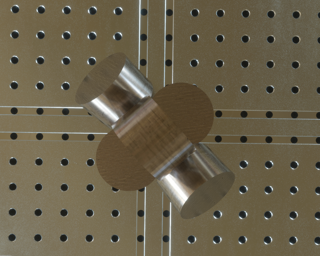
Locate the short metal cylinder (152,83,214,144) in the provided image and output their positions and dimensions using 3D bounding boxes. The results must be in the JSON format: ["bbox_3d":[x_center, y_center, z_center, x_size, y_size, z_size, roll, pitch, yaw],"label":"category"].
[{"bbox_3d":[0.025,-0.016,0.400,0.081,0.050,0.079,0,90,-1],"label":"short metal cylinder"}]

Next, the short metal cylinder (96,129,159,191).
[{"bbox_3d":[-0.037,0.037,0.400,0.081,0.050,0.079,0,90,-1],"label":"short metal cylinder"}]

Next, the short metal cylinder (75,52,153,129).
[{"bbox_3d":[-0.056,-0.045,0.378,0.080,0.080,0.050,-46,125,0],"label":"short metal cylinder"}]

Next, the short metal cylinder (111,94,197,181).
[{"bbox_3d":[-0.006,0.010,0.334,0.050,0.080,0.080,-41,91,0],"label":"short metal cylinder"}]

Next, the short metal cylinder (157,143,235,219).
[{"bbox_3d":[0.044,0.065,0.379,0.080,0.080,0.050,-41,55,0],"label":"short metal cylinder"}]
